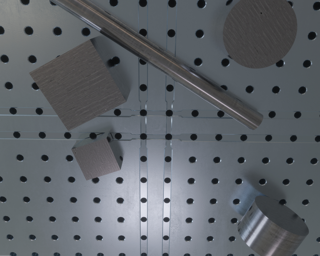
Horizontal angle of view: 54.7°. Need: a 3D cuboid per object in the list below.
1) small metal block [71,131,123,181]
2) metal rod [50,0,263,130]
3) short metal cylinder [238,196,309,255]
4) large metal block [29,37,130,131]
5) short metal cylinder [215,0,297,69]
[{"bbox_3d":[-0.085,0.038,0.427,0.050,0.025,0.050,-18,109,6],"label":"small metal block"},{"bbox_3d":[0.002,-0.084,0.382,0.301,0.025,0.025,31,107,-11],"label":"metal rod"},{"bbox_3d":[0.158,0.141,0.438,0.080,0.080,0.050,23,109,-8],"label":"short metal cylinder"},{"bbox_3d":[-0.094,-0.055,0.379,0.080,0.050,0.080,-26,108,9],"label":"large metal block"},{"bbox_3d":[0.109,-0.113,0.359,0.081,0.050,0.079,0,110,0],"label":"short metal cylinder"}]
